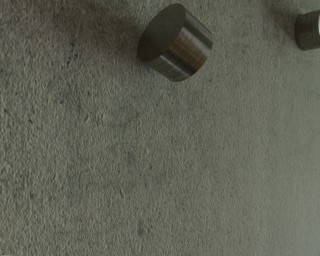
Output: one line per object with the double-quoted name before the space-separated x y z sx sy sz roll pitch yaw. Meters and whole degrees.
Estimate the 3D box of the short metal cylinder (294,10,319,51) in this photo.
"short metal cylinder" 0.333 -0.210 0.667 0.081 0.050 0.080 0 90 -40

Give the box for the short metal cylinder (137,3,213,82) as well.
"short metal cylinder" 0.018 -0.104 0.383 0.050 0.080 0.080 29 72 -36
